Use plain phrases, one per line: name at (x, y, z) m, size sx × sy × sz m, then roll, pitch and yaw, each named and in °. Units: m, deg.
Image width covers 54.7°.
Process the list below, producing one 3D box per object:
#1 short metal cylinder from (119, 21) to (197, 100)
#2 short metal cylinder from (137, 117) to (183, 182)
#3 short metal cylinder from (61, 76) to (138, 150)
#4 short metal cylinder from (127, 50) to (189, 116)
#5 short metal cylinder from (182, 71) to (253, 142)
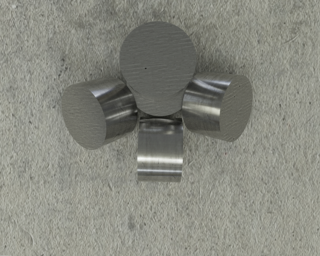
short metal cylinder at (-0.002, -0.072, 0.348) m, size 0.081 × 0.050 × 0.079 m, roll 0°, pitch 90°, yaw -1°
short metal cylinder at (0.000, 0.026, 0.383) m, size 0.050 × 0.080 × 0.079 m, roll 2°, pitch 90°, yaw 0°
short metal cylinder at (-0.074, -0.019, 0.378) m, size 0.080 × 0.050 × 0.079 m, roll 17°, pitch 118°, yaw 35°
short metal cylinder at (0.000, -0.054, 0.399) m, size 0.081 × 0.050 × 0.079 m, roll 0°, pitch 90°, yaw -1°
short metal cylinder at (0.072, -0.027, 0.379) m, size 0.050 × 0.080 × 0.080 m, roll 15°, pitch 90°, yaw 38°
